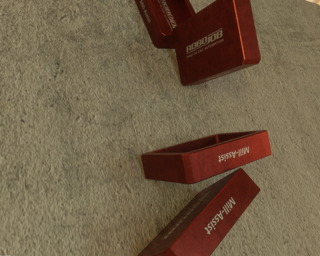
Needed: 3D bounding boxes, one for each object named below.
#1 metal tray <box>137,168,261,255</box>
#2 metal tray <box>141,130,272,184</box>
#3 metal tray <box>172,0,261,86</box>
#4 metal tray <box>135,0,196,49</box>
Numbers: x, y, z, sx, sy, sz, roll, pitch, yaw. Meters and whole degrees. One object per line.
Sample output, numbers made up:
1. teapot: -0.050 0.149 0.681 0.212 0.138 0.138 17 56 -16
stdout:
1. metal tray: 0.038 0.101 0.320 0.131 0.090 0.030 -35 82 -38
2. metal tray: 0.055 0.031 0.369 0.131 0.090 0.030 -13 93 -33
3. metal tray: 0.072 -0.116 0.430 0.030 0.130 0.089 -10 90 -32
4. metal tray: 0.014 -0.195 0.526 0.091 0.030 0.130 -8 66 -32
